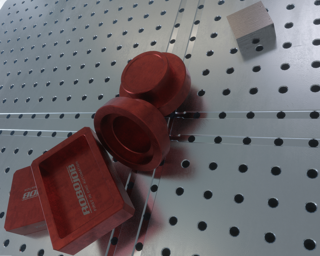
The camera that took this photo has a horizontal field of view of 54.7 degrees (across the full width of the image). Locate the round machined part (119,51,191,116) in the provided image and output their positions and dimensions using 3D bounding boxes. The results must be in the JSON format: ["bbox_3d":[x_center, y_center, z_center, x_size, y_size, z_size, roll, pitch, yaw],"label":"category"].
[{"bbox_3d":[-0.012,-0.063,0.410,0.098,0.042,0.098,-13,57,21],"label":"round machined part"}]

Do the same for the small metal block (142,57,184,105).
[{"bbox_3d":[0.004,-0.068,0.448,0.050,0.025,0.050,-18,54,17],"label":"small metal block"}]

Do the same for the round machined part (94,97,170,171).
[{"bbox_3d":[-0.030,0.003,0.383,0.098,0.097,0.042,9,40,32],"label":"round machined part"}]

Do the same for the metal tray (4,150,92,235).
[{"bbox_3d":[-0.148,0.088,0.429,0.130,0.030,0.090,-19,54,17],"label":"metal tray"}]

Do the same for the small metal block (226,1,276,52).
[{"bbox_3d":[0.126,-0.141,0.429,0.050,0.025,0.050,-21,54,15],"label":"small metal block"}]

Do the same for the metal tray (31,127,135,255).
[{"bbox_3d":[-0.097,0.070,0.373,0.090,0.030,0.130,-34,53,0],"label":"metal tray"}]
